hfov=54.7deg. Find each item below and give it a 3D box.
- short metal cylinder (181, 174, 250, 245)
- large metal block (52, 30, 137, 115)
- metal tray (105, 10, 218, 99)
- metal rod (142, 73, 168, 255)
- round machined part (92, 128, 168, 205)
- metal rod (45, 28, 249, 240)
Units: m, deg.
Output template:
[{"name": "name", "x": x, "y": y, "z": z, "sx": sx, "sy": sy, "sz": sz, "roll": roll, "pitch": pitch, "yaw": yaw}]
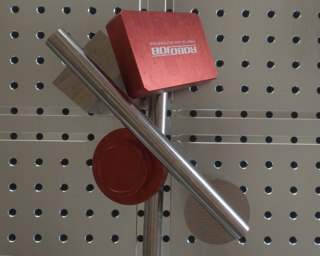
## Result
[{"name": "short metal cylinder", "x": 0.070, "y": 0.103, "z": 0.402, "sx": 0.081, "sy": 0.050, "sz": 0.079, "roll": 0, "pitch": 90, "yaw": -1}, {"name": "large metal block", "x": -0.075, "y": -0.064, "z": 0.386, "sx": 0.050, "sy": 0.080, "sz": 0.080, "roll": 41, "pitch": 90, "yaw": -1}, {"name": "metal tray", "x": 0.008, "y": -0.090, "z": 0.372, "sx": 0.131, "sy": 0.030, "sz": 0.090, "roll": -18, "pitch": 90, "yaw": -42}, {"name": "metal rod", "x": -0.005, "y": 0.020, "z": 0.413, "sx": 0.025, "sy": 0.025, "sz": 0.298, "roll": 2, "pitch": 90, "yaw": -1}, {"name": "round machined part", "x": -0.042, "y": 0.049, "z": 0.389, "sx": 0.098, "sy": 0.042, "sz": 0.097, "roll": 0, "pitch": 90, "yaw": 17}, {"name": "metal rod", "x": -0.007, "y": 0.013, "z": 0.343, "sx": 0.025, "sy": 0.025, "sz": 0.300, "roll": -43, "pitch": 98, "yaw": 0}]
